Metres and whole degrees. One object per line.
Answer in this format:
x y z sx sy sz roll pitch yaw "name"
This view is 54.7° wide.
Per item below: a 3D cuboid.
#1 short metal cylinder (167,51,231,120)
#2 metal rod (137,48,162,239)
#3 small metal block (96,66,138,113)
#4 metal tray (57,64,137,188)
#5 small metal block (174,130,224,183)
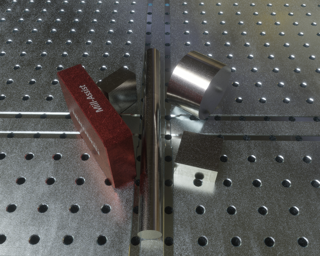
0.053 -0.058 0.421 0.050 0.080 0.080 31 56 23 "short metal cylinder"
-0.011 -0.006 0.412 0.025 0.025 0.300 0 50 -1 "metal rod"
-0.059 -0.049 0.431 0.025 0.050 0.050 34 58 25 "small metal block"
-0.075 -0.003 0.366 0.030 0.089 0.130 -26 55 -20 "metal tray"
0.048 0.034 0.380 0.050 0.025 0.050 12 51 9 "small metal block"
